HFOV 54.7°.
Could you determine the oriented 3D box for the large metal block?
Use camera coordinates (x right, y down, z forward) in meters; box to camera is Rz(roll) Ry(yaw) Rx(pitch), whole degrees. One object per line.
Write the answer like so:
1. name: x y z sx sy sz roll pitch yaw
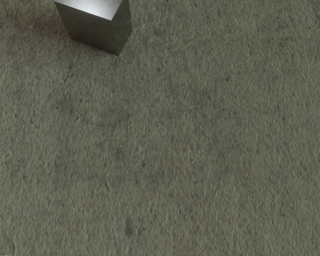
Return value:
1. large metal block: -0.089 -0.156 0.435 0.080 0.080 0.050 21 71 7
